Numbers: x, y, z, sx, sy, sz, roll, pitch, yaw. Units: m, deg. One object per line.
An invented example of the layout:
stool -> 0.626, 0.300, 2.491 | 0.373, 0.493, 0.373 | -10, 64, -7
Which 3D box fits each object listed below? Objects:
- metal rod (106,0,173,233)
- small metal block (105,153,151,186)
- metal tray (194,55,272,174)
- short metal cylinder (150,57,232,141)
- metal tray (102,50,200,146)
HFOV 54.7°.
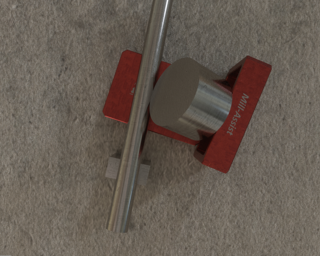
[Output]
metal rod -> -0.021, -0.030, 0.372 | 0.025, 0.025, 0.299 | 11, 81, -1
small metal block -> -0.039, 0.052, 0.398 | 0.050, 0.050, 0.025 | 13, 90, -1
metal tray -> 0.084, -0.015, 0.380 | 0.030, 0.090, 0.129 | 23, 90, 0
short metal cylinder -> 0.033, -0.031, 0.347 | 0.050, 0.080, 0.080 | 23, 90, -33
metal tray -> 0.002, -0.039, 0.408 | 0.131, 0.030, 0.090 | 18, 90, -1
